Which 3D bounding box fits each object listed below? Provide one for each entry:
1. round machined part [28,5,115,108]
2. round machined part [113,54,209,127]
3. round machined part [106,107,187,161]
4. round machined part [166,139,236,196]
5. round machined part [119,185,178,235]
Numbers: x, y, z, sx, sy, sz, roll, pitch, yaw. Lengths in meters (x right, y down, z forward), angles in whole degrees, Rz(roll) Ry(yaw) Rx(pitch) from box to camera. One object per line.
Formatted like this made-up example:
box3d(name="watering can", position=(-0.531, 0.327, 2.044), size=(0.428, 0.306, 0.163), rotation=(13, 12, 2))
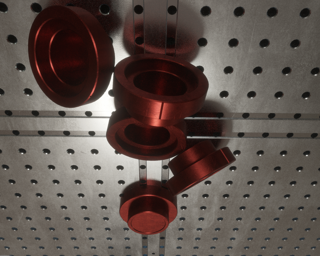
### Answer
box3d(name="round machined part", position=(-0.085, -0.072, 0.317), size=(0.098, 0.042, 0.097), rotation=(11, 112, 30))
box3d(name="round machined part", position=(-0.001, -0.038, 0.331), size=(0.099, 0.098, 0.042), rotation=(6, 129, -6))
box3d(name="round machined part", position=(-0.015, -0.001, 0.389), size=(0.099, 0.042, 0.098), rotation=(3, 145, 3))
box3d(name="round machined part", position=(0.050, 0.050, 0.422), size=(0.098, 0.042, 0.098), rotation=(-29, 166, -8))
box3d(name="round machined part", position=(-0.019, 0.144, 0.523), size=(0.099, 0.042, 0.097), rotation=(-1, 130, 0))
